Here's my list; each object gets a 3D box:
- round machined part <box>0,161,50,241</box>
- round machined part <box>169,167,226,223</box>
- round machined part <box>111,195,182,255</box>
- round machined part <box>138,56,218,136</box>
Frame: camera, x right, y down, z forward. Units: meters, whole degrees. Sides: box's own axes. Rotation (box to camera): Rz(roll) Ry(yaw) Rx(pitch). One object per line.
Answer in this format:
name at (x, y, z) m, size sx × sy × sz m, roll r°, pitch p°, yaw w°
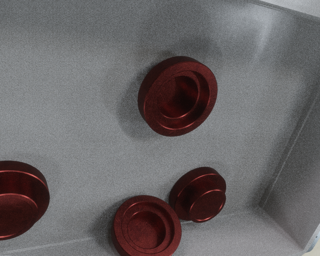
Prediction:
round machined part at (-0.178, 0.089, 0.356) m, size 0.099 × 0.042 × 0.097 m, roll -14°, pitch 124°, yaw -21°
round machined part at (0.068, 0.115, 0.506) m, size 0.099 × 0.042 × 0.097 m, roll -14°, pitch 124°, yaw -21°
round machined part at (-0.022, 0.151, 0.448) m, size 0.099 × 0.098 × 0.042 m, roll -5°, pitch 142°, yaw -26°
round machined part at (0.018, -0.042, 0.382) m, size 0.099 × 0.042 × 0.097 m, roll -14°, pitch 124°, yaw -21°
